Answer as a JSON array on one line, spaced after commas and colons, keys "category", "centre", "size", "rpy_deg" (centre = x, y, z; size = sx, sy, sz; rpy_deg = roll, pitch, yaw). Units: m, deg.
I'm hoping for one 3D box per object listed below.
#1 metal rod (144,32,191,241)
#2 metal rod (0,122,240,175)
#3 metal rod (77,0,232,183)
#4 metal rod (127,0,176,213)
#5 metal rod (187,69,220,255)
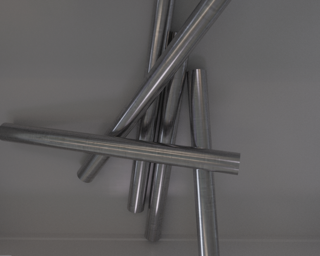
[{"category": "metal rod", "centre": [0.008, 0.025, 0.420], "size": [0.025, 0.025, 0.298], "rpy_deg": [7, 110, -3]}, {"category": "metal rod", "centre": [-0.058, 0.023, 0.376], "size": [0.301, 0.025, 0.025], "rpy_deg": [7, 111, 12]}, {"category": "metal rod", "centre": [-0.020, -0.036, 0.371], "size": [0.025, 0.025, 0.299], "rpy_deg": [34, 116, -12]}, {"category": "metal rod", "centre": [-0.014, -0.021, 0.403], "size": [0.025, 0.025, 0.298], "rpy_deg": [8, 110, -3]}, {"category": "metal rod", "centre": [0.054, 0.078, 0.375], "size": [0.025, 0.025, 0.298], "rpy_deg": [-3, 85, 1]}]
